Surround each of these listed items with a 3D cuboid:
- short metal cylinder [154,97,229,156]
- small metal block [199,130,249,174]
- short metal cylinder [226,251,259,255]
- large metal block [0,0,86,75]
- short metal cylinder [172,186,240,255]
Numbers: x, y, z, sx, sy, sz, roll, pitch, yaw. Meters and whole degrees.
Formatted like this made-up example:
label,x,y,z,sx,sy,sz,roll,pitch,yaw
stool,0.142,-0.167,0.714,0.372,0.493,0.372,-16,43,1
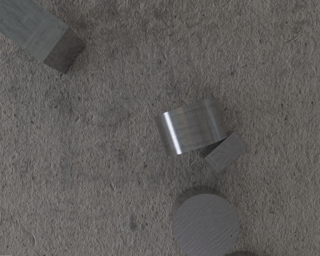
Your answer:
label,x,y,z,sx,sy,sz,roll,pitch,yaw
short metal cylinder,0.038,-0.002,0.383,0.080,0.080,0.050,-18,90,0
small metal block,0.080,0.029,0.398,0.050,0.050,0.025,-42,90,0
short metal cylinder,0.113,0.208,0.398,0.081,0.050,0.079,0,90,0
large metal block,-0.147,-0.116,0.381,0.080,0.080,0.050,36,90,0
short metal cylinder,0.056,0.119,0.398,0.081,0.050,0.079,0,90,0
